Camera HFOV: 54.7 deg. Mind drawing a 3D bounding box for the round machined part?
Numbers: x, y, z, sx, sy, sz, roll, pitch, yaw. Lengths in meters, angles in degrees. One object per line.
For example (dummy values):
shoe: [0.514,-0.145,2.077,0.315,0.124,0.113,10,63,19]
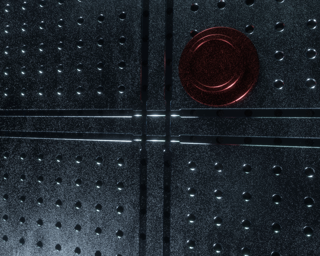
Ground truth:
round machined part: [0.070,-0.075,0.379,0.098,0.042,0.097,0,90,19]
